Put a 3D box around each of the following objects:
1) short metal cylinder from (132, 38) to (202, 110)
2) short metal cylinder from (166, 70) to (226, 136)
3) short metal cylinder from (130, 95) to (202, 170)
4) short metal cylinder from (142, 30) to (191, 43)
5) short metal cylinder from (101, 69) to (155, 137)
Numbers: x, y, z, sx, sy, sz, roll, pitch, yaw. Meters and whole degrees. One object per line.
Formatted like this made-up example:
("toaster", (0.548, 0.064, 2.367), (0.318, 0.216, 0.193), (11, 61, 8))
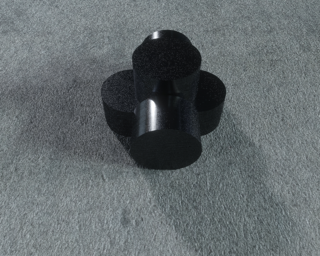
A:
("short metal cylinder", (0.008, -0.066, 0.378), (0.081, 0.050, 0.080), (0, 50, 0))
("short metal cylinder", (0.045, -0.034, 0.418), (0.081, 0.050, 0.080), (0, 50, 0))
("short metal cylinder", (0.007, 0.007, 0.363), (0.081, 0.080, 0.050), (0, 50, 0))
("short metal cylinder", (0.010, -0.093, 0.448), (0.081, 0.080, 0.050), (0, 50, -1))
("short metal cylinder", (-0.035, -0.034, 0.416), (0.081, 0.050, 0.080), (0, 50, 0))
